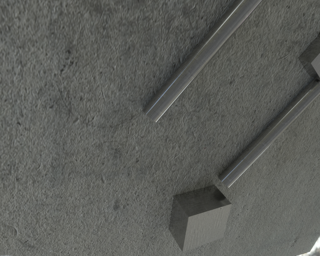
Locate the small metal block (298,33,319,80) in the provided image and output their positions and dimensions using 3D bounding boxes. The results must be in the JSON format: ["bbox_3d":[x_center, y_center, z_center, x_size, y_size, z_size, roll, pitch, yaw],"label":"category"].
[{"bbox_3d":[0.249,-0.110,0.478,0.050,0.025,0.050,34,99,-39],"label":"small metal block"}]

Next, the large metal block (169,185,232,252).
[{"bbox_3d":[0.066,0.151,0.522,0.081,0.050,0.079,-9,123,-24],"label":"large metal block"}]

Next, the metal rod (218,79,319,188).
[{"bbox_3d":[0.210,-0.017,0.513,0.300,0.025,0.025,-47,130,4],"label":"metal rod"}]

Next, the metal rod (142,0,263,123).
[{"bbox_3d":[0.085,-0.127,0.375,0.299,0.025,0.025,-49,129,6],"label":"metal rod"}]
